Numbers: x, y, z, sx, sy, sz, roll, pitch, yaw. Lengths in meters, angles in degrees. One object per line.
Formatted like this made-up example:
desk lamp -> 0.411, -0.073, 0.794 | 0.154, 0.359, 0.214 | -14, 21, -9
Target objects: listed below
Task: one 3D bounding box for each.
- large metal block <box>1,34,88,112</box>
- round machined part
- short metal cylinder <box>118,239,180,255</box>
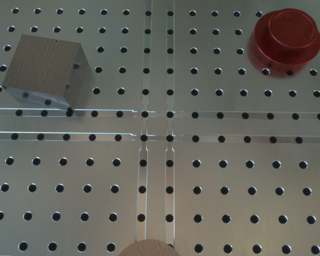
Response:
large metal block -> -0.153, -0.075, 0.425 | 0.080, 0.050, 0.080 | 10, 70, 3
round machined part -> 0.187, -0.134, 0.453 | 0.099, 0.042, 0.098 | 0, 70, 0
short metal cylinder -> -0.012, 0.164, 0.338 | 0.081, 0.050, 0.080 | 0, 70, -1
